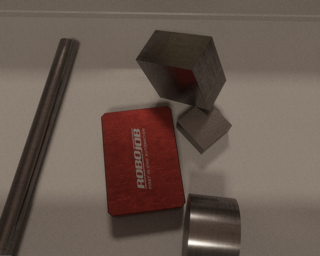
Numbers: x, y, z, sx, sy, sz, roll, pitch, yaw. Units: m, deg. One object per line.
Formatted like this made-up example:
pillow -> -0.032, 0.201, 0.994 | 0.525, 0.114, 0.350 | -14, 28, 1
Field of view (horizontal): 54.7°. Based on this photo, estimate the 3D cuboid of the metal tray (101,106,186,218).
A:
metal tray -> -0.023, 0.041, 0.392 | 0.091, 0.030, 0.129 | -7, 70, -3

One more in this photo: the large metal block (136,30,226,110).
large metal block -> 0.029, -0.073, 0.394 | 0.080, 0.080, 0.050 | 18, 69, 33

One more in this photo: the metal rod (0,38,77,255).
metal rod -> -0.159, 0.015, 0.402 | 0.025, 0.025, 0.299 | 9, 70, 3

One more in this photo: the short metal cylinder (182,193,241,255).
short metal cylinder -> 0.054, 0.115, 0.339 | 0.050, 0.080, 0.080 | 6, 70, 2

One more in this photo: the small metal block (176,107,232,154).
small metal block -> 0.058, -0.002, 0.411 | 0.050, 0.025, 0.050 | -39, 75, -13
